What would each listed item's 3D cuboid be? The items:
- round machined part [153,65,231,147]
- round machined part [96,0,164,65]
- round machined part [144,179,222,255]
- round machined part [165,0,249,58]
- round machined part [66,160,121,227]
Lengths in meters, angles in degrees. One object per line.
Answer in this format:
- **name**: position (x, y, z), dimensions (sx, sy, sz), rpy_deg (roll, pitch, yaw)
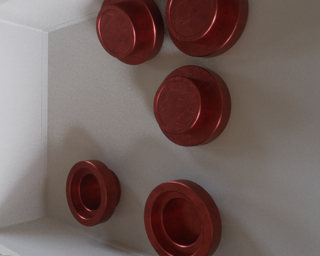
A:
- **round machined part**: position (0.031, -0.026, 0.370), dimensions (0.098, 0.042, 0.097), rpy_deg (0, 90, 40)
- **round machined part**: position (-0.046, -0.131, 0.410), dimensions (0.098, 0.042, 0.097), rpy_deg (21, 127, 30)
- **round machined part**: position (0.031, 0.110, 0.370), dimensions (0.098, 0.042, 0.097), rpy_deg (0, 90, 40)
- **round machined part**: position (0.045, -0.130, 0.351), dimensions (0.098, 0.042, 0.097), rpy_deg (8, 102, 39)
- **round machined part**: position (-0.099, 0.098, 0.478), dimensions (0.098, 0.042, 0.097), rpy_deg (0, 90, 40)
